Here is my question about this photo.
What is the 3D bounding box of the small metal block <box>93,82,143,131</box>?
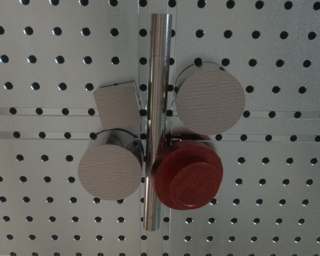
[{"bbox_3d":[-0.053,-0.028,0.398,0.050,0.025,0.050,-11,110,3],"label":"small metal block"}]

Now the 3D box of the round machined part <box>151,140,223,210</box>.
[{"bbox_3d":[0.040,0.069,0.413,0.099,0.042,0.097,-6,110,-15],"label":"round machined part"}]

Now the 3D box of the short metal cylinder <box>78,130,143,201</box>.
[{"bbox_3d":[-0.063,0.049,0.413,0.081,0.050,0.079,0,110,0],"label":"short metal cylinder"}]

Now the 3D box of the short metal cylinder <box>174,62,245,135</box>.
[{"bbox_3d":[0.059,-0.037,0.382,0.081,0.050,0.079,0,110,0],"label":"short metal cylinder"}]

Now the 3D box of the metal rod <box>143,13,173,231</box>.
[{"bbox_3d":[-0.005,0.007,0.411,0.025,0.025,0.298,3,110,-1],"label":"metal rod"}]
